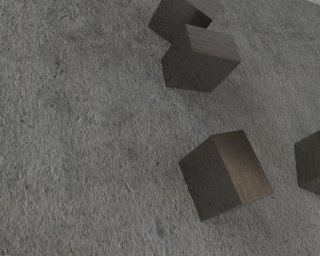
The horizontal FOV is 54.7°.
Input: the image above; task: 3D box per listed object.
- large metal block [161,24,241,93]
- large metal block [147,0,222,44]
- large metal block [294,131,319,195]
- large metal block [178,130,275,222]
[{"bbox_3d":[0.058,-0.099,0.460,0.081,0.080,0.050,5,60,-26],"label":"large metal block"},{"bbox_3d":[0.039,-0.180,0.499,0.080,0.080,0.050,35,51,-5],"label":"large metal block"},{"bbox_3d":[0.267,0.062,0.493,0.080,0.050,0.080,23,53,-15],"label":"large metal block"},{"bbox_3d":[0.075,0.058,0.373,0.050,0.080,0.080,-8,66,-32],"label":"large metal block"}]
